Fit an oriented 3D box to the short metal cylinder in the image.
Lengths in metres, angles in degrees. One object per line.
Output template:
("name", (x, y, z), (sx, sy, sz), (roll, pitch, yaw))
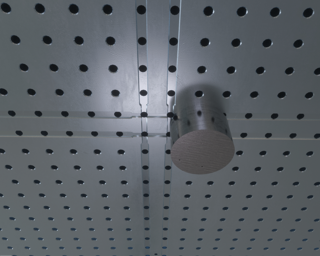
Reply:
("short metal cylinder", (0.054, 0.016, 0.409), (0.080, 0.050, 0.080), (0, 130, 0))
